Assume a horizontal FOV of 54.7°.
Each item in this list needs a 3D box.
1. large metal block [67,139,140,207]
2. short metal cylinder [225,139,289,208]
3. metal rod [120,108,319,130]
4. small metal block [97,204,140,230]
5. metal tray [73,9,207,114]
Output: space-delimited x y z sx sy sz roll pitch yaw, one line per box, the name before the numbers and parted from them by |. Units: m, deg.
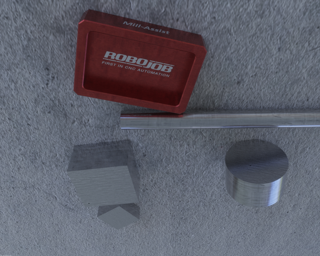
large metal block | -0.077 0.067 0.446 0.080 0.050 0.080 -6 130 5
short metal cylinder | 0.131 0.061 0.425 0.080 0.080 0.050 -6 130 5
metal rod | 0.102 -0.012 0.398 0.302 0.025 0.025 -1 130 0
small metal block | -0.070 0.144 0.529 0.050 0.025 0.050 -31 124 23
metal tray | -0.024 -0.069 0.344 0.131 0.030 0.089 10 130 -9
